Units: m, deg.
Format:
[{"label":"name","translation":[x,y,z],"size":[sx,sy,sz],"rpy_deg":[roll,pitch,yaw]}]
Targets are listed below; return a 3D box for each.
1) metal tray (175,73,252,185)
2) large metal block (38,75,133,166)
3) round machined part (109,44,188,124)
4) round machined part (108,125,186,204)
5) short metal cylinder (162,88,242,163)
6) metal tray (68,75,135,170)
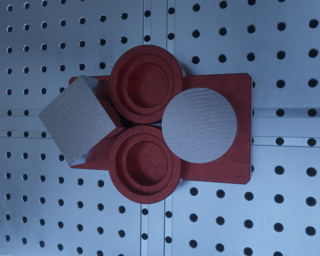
[{"label":"metal tray","translation":[0.067,0.000,0.384],"size":[0.090,0.030,0.129],"rpy_deg":[1,90,19]},{"label":"large metal block","translation":[-0.095,-0.009,0.400],"size":[0.080,0.050,0.080],"rpy_deg":[-38,78,16]},{"label":"round machined part","translation":[-0.012,-0.054,0.398],"size":[0.098,0.042,0.097],"rpy_deg":[0,90,20]},{"label":"round machined part","translation":[-0.014,0.045,0.398],"size":[0.098,0.042,0.097],"rpy_deg":[0,90,20]},{"label":"short metal cylinder","translation":[0.048,-0.003,0.349],"size":[0.080,0.050,0.079],"rpy_deg":[0,90,20]},{"label":"metal tray","translation":[-0.083,-0.007,0.439],"size":[0.090,0.030,0.129],"rpy_deg":[1,90,18]}]
